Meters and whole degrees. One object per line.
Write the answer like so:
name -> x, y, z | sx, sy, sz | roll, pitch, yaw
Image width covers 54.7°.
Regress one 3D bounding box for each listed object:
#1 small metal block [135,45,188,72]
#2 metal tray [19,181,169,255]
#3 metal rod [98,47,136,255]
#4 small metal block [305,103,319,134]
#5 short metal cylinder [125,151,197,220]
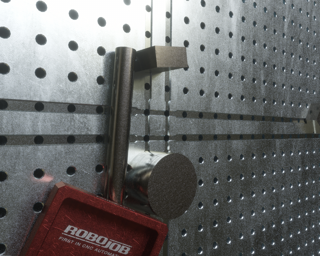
small metal block -> -0.001, -0.086, 0.391 | 0.050, 0.050, 0.025 | -10, 97, -40
metal tray -> -0.065, 0.122, 0.325 | 0.131, 0.030, 0.090 | 28, 77, -22
metal rod -> -0.052, 0.054, 0.365 | 0.025, 0.025, 0.298 | 7, 86, -40
small metal block -> 0.363, -0.022, 0.713 | 0.050, 0.025, 0.050 | 45, 63, -31
short metal cylinder -> 0.001, 0.070, 0.394 | 0.081, 0.050, 0.080 | 0, 90, -40
